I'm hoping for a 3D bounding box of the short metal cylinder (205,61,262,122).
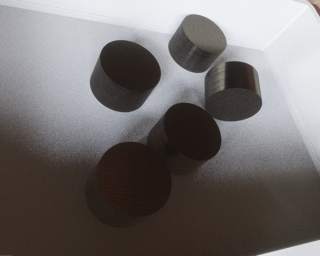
[{"bbox_3d":[0.107,-0.053,0.460,0.081,0.080,0.050,17,55,-19],"label":"short metal cylinder"}]

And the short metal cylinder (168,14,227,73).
[{"bbox_3d":[0.061,-0.137,0.506,0.081,0.050,0.080,14,56,-21],"label":"short metal cylinder"}]

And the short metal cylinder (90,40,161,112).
[{"bbox_3d":[-0.046,-0.067,0.406,0.081,0.050,0.080,14,56,-21],"label":"short metal cylinder"}]

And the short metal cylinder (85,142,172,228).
[{"bbox_3d":[-0.035,0.061,0.333,0.081,0.050,0.080,14,56,-21],"label":"short metal cylinder"}]

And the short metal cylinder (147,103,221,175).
[{"bbox_3d":[0.031,0.014,0.397,0.081,0.050,0.080,14,56,-21],"label":"short metal cylinder"}]
